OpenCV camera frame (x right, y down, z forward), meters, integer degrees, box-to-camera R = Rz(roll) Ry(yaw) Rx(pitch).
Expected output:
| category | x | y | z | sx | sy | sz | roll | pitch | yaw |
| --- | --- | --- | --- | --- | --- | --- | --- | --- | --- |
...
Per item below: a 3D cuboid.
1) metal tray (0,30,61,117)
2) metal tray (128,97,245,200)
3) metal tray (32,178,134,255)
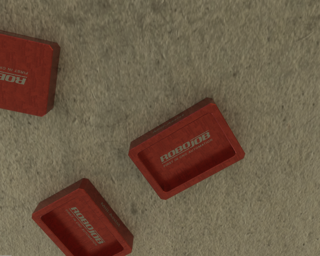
| category | x | y | z | sx | sy | sz | roll | pitch | yaw |
| --- | --- | --- | --- | --- | --- | --- | --- | --- | --- |
| metal tray | -0.196 | -0.072 | 0.378 | 0.131 | 0.030 | 0.089 | 12 | 110 | -5 |
| metal tray | 0.035 | 0.030 | 0.418 | 0.130 | 0.030 | 0.090 | -31 | 108 | 10 |
| metal tray | -0.111 | 0.148 | 0.460 | 0.090 | 0.030 | 0.130 | -30 | 108 | 10 |
